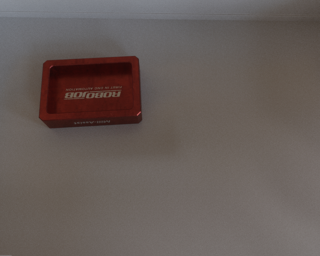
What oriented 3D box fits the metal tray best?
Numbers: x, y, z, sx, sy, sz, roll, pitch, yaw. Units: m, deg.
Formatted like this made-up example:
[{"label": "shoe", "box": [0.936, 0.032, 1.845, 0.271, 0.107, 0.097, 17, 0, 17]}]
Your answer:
[{"label": "metal tray", "box": [-0.092, -0.050, 0.424, 0.131, 0.030, 0.090, -3, 70, -1]}]
